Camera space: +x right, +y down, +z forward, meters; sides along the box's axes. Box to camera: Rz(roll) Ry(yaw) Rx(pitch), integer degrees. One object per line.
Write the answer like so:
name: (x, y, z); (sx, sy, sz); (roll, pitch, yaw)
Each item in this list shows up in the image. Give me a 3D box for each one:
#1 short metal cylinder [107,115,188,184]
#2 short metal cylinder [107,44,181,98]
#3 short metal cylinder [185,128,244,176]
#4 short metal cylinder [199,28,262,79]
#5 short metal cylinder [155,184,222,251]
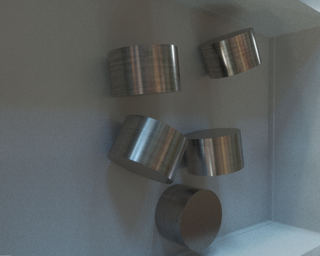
short metal cylinder: (-0.014, 0.026, 0.361); (0.080, 0.080, 0.050); (36, 68, -35)
short metal cylinder: (-0.018, -0.064, 0.358); (0.081, 0.080, 0.050); (-10, 97, -40)
short metal cylinder: (0.075, 0.032, 0.436); (0.081, 0.080, 0.050); (-14, 99, -39)
short metal cylinder: (0.104, -0.111, 0.461); (0.081, 0.080, 0.050); (-33, 111, -35)
short metal cylinder: (0.040, 0.121, 0.427); (0.081, 0.050, 0.079); (0, 90, -40)
